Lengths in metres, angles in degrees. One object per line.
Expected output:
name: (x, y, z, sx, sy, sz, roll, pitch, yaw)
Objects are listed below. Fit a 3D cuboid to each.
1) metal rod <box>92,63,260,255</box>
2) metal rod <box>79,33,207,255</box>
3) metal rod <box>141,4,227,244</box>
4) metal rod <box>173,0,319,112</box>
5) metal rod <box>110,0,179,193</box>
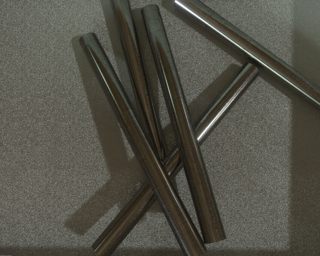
metal rod: (0.025, 0.034, 0.389, 0.025, 0.025, 0.300, 41, 81, 0)
metal rod: (-0.028, 0.009, 0.373, 0.025, 0.025, 0.299, -28, 75, 0)
metal rod: (0.024, -0.017, 0.375, 0.025, 0.025, 0.299, -15, 76, 0)
metal rod: (0.147, -0.085, 0.412, 0.301, 0.025, 0.025, 36, 90, 0)
metal rod: (-0.018, -0.030, 0.411, 0.025, 0.025, 0.298, -14, 90, 0)
